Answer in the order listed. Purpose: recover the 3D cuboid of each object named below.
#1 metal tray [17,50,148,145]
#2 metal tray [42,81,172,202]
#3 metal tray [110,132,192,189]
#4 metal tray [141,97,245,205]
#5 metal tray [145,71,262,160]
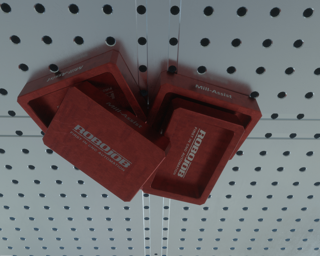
[{"bbox_3d":[-0.092,-0.030,0.381,0.130,0.030,0.090,-17,128,14],"label":"metal tray"},{"bbox_3d":[-0.064,0.017,0.369,0.130,0.030,0.090,36,116,-1],"label":"metal tray"},{"bbox_3d":[-0.019,0.050,0.450,0.131,0.030,0.089,20,127,-17],"label":"metal tray"},{"bbox_3d":[0.037,0.034,0.397,0.091,0.030,0.129,16,117,-13],"label":"metal tray"},{"bbox_3d":[0.050,-0.011,0.397,0.131,0.030,0.089,15,128,-12],"label":"metal tray"}]
